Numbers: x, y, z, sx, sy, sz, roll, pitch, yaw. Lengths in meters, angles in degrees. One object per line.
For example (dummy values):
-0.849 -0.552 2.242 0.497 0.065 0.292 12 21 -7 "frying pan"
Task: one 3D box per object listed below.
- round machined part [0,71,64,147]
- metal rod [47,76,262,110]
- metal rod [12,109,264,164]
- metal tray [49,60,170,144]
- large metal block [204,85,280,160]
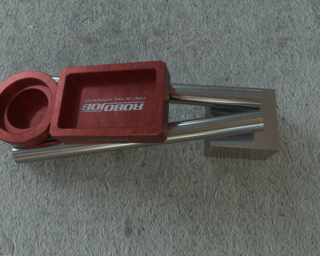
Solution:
-0.165 -0.021 0.400 0.098 0.042 0.098 -3 69 9 "round machined part"
-0.029 -0.047 0.392 0.301 0.025 0.025 6 70 15 "metal rod"
-0.034 0.012 0.370 0.301 0.025 0.025 -8 70 10 "metal rod"
-0.056 -0.029 0.361 0.131 0.030 0.090 -1 69 12 "metal tray"
0.101 -0.006 0.398 0.081 0.050 0.080 4 70 1 "large metal block"
